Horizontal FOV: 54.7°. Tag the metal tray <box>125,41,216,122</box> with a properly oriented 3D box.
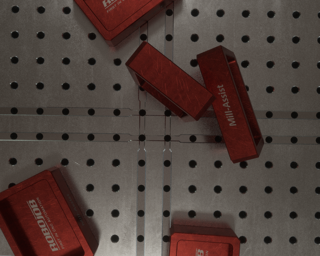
[{"bbox_3d":[0.010,-0.046,0.361,0.090,0.130,0.030,38,90,-1],"label":"metal tray"}]

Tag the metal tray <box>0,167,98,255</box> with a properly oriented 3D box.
[{"bbox_3d":[-0.152,0.129,0.408,0.090,0.030,0.130,-27,90,-1],"label":"metal tray"}]

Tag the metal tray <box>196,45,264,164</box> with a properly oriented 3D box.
[{"bbox_3d":[0.090,-0.030,0.379,0.030,0.090,0.129,-19,90,24],"label":"metal tray"}]

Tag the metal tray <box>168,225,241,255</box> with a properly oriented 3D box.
[{"bbox_3d":[0.054,0.201,0.411,0.091,0.030,0.129,5,90,-1],"label":"metal tray"}]

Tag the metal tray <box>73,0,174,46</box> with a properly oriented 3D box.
[{"bbox_3d":[-0.043,-0.183,0.410,0.130,0.030,0.090,-38,91,-1],"label":"metal tray"}]
